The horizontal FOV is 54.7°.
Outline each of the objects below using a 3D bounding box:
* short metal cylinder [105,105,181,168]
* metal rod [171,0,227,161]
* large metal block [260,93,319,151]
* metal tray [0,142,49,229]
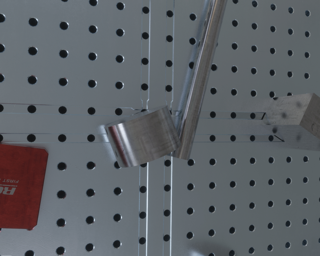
[{"bbox_3d":[-0.020,0.009,0.376,0.081,0.080,0.050,-22,98,-19],"label":"short metal cylinder"},{"bbox_3d":[0.063,-0.103,0.435,0.025,0.025,0.299,16,85,-19],"label":"metal rod"},{"bbox_3d":[0.215,-0.007,0.462,0.080,0.080,0.050,31,80,-18],"label":"large metal block"},{"bbox_3d":[-0.197,0.059,0.337,0.131,0.030,0.089,9,87,-20],"label":"metal tray"}]
